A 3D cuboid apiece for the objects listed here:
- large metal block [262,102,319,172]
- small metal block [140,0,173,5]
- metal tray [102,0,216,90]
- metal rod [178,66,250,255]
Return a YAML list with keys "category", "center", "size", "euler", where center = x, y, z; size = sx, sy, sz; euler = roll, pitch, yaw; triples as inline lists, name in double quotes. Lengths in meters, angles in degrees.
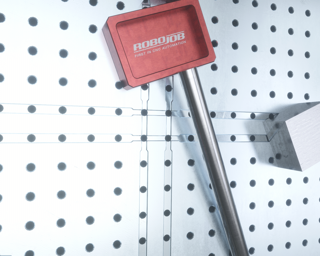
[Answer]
- category: "large metal block"
  center: [0.218, 0.011, 0.480]
  size: [0.081, 0.050, 0.080]
  euler: [-24, 98, -18]
- category: "small metal block"
  center: [-0.001, -0.193, 0.412]
  size: [0.050, 0.025, 0.050]
  euler: [-6, 92, -20]
- category: "metal tray"
  center: [0.001, -0.112, 0.409]
  size: [0.131, 0.030, 0.090]
  euler: [-21, 97, -19]
- category: "metal rod"
  center: [0.079, 0.064, 0.425]
  size: [0.025, 0.025, 0.298]
  euler: [-22, 104, -19]
